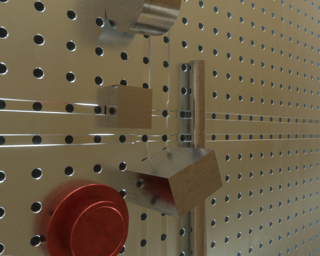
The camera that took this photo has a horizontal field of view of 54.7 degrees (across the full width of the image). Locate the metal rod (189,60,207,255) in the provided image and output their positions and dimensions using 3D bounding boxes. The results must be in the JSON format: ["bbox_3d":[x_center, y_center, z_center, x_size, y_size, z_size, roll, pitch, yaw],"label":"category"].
[{"bbox_3d":[0.056,0.051,0.458,0.025,0.025,0.298,-1,91,-40],"label":"metal rod"}]

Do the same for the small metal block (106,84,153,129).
[{"bbox_3d":[-0.037,-0.024,0.380,0.050,0.025,0.050,2,89,-40],"label":"small metal block"}]

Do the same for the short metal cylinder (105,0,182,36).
[{"bbox_3d":[-0.021,-0.149,0.357,0.050,0.080,0.079,-7,95,-40],"label":"short metal cylinder"}]

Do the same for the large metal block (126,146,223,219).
[{"bbox_3d":[0.018,0.063,0.391,0.081,0.080,0.050,-25,107,-37],"label":"large metal block"}]

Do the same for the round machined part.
[{"bbox_3d":[-0.074,0.110,0.338,0.099,0.042,0.097,0,91,-40],"label":"round machined part"}]
